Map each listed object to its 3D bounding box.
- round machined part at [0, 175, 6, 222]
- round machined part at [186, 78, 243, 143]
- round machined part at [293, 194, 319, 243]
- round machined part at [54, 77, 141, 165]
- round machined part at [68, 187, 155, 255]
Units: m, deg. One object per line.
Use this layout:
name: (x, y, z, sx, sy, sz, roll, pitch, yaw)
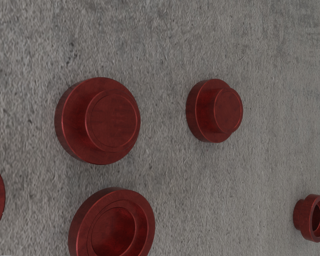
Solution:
round machined part: (-0.180, 0.058, 0.243, 0.099, 0.042, 0.097, 0, 90, -40)
round machined part: (0.088, -0.026, 0.467, 0.099, 0.042, 0.097, 0, 90, -40)
round machined part: (0.321, 0.190, 0.663, 0.099, 0.042, 0.097, 0, 90, -40)
round machined part: (-0.061, -0.008, 0.343, 0.099, 0.042, 0.097, 0, 90, -40)
round machined part: (-0.056, 0.115, 0.347, 0.099, 0.042, 0.097, 0, 90, -40)
